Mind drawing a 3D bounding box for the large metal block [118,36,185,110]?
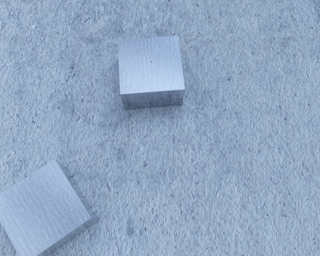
[{"bbox_3d":[-0.013,-0.074,0.422,0.081,0.050,0.080,-5,70,-2],"label":"large metal block"}]

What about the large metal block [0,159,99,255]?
[{"bbox_3d":[-0.130,0.096,0.359,0.080,0.050,0.080,-34,74,-12],"label":"large metal block"}]
